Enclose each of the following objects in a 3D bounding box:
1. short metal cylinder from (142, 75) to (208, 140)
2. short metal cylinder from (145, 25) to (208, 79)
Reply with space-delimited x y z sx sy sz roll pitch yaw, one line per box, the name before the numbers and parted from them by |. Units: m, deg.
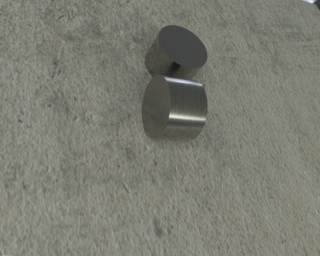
short metal cylinder | 0.016 -0.025 0.394 0.050 0.080 0.080 4 60 -27
short metal cylinder | 0.024 -0.107 0.468 0.081 0.050 0.080 14 56 -21
